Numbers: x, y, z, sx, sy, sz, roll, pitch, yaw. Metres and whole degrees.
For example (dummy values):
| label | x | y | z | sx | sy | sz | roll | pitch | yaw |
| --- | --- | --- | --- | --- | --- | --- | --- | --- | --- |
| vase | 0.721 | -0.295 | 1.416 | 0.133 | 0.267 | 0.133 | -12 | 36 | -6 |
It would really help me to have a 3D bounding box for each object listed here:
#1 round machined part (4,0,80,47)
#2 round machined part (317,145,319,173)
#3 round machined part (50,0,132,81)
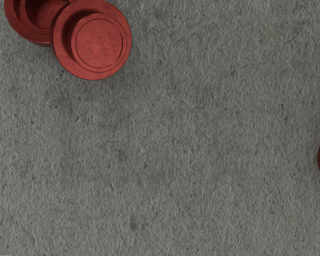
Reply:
| label | x | y | z | sx | sy | sz | roll | pitch | yaw |
| --- | --- | --- | --- | --- | --- | --- | --- | --- | --- |
| round machined part | -0.142 | -0.153 | 0.400 | 0.099 | 0.042 | 0.097 | 0 | 90 | 0 |
| round machined part | 0.253 | 0.040 | 0.403 | 0.099 | 0.042 | 0.097 | 0 | 90 | 0 |
| round machined part | -0.079 | -0.105 | 0.376 | 0.099 | 0.042 | 0.097 | -13 | 118 | -25 |
